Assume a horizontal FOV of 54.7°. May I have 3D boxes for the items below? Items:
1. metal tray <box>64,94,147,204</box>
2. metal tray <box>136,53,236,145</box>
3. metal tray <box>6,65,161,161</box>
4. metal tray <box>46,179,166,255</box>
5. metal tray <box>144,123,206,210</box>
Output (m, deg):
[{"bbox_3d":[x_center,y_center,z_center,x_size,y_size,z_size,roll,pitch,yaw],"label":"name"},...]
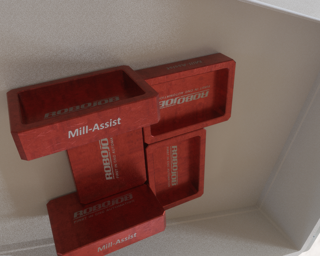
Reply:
[{"bbox_3d":[-0.068,0.026,0.382,0.091,0.030,0.129,-16,125,-20],"label":"metal tray"},{"bbox_3d":[0.032,-0.039,0.398,0.131,0.030,0.089,-16,125,-20],"label":"metal tray"},{"bbox_3d":[-0.076,-0.022,0.307,0.131,0.090,0.030,-17,125,-19],"label":"metal tray"},{"bbox_3d":[-0.069,0.112,0.396,0.131,0.090,0.030,-16,125,-20],"label":"metal tray"},{"bbox_3d":[0.019,0.058,0.451,0.091,0.030,0.129,-16,125,-20],"label":"metal tray"}]
